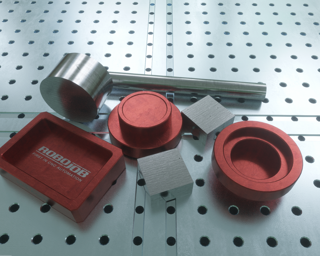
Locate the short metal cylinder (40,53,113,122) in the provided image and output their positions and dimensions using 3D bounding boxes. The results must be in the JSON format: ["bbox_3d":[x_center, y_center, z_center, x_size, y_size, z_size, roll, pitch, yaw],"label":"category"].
[{"bbox_3d":[-0.110,-0.053,0.415,0.080,0.080,0.050,14,51,11],"label":"short metal cylinder"}]

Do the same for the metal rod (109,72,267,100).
[{"bbox_3d":[0.002,-0.066,0.462,0.302,0.025,0.025,5,50,4],"label":"metal rod"}]

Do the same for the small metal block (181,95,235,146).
[{"bbox_3d":[0.063,-0.011,0.418,0.050,0.025,0.050,-31,57,-24],"label":"small metal block"}]

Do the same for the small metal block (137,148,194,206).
[{"bbox_3d":[0.005,0.056,0.361,0.050,0.025,0.050,-15,52,-12],"label":"small metal block"}]

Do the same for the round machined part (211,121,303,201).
[{"bbox_3d":[0.109,0.041,0.363,0.099,0.042,0.098,0,50,0],"label":"round machined part"}]

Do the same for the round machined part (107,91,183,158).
[{"bbox_3d":[-0.019,-0.011,0.405,0.099,0.042,0.098,0,47,0],"label":"round machined part"}]

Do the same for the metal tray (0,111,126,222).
[{"bbox_3d":[-0.119,0.040,0.369,0.130,0.030,0.090,24,54,19],"label":"metal tray"}]
